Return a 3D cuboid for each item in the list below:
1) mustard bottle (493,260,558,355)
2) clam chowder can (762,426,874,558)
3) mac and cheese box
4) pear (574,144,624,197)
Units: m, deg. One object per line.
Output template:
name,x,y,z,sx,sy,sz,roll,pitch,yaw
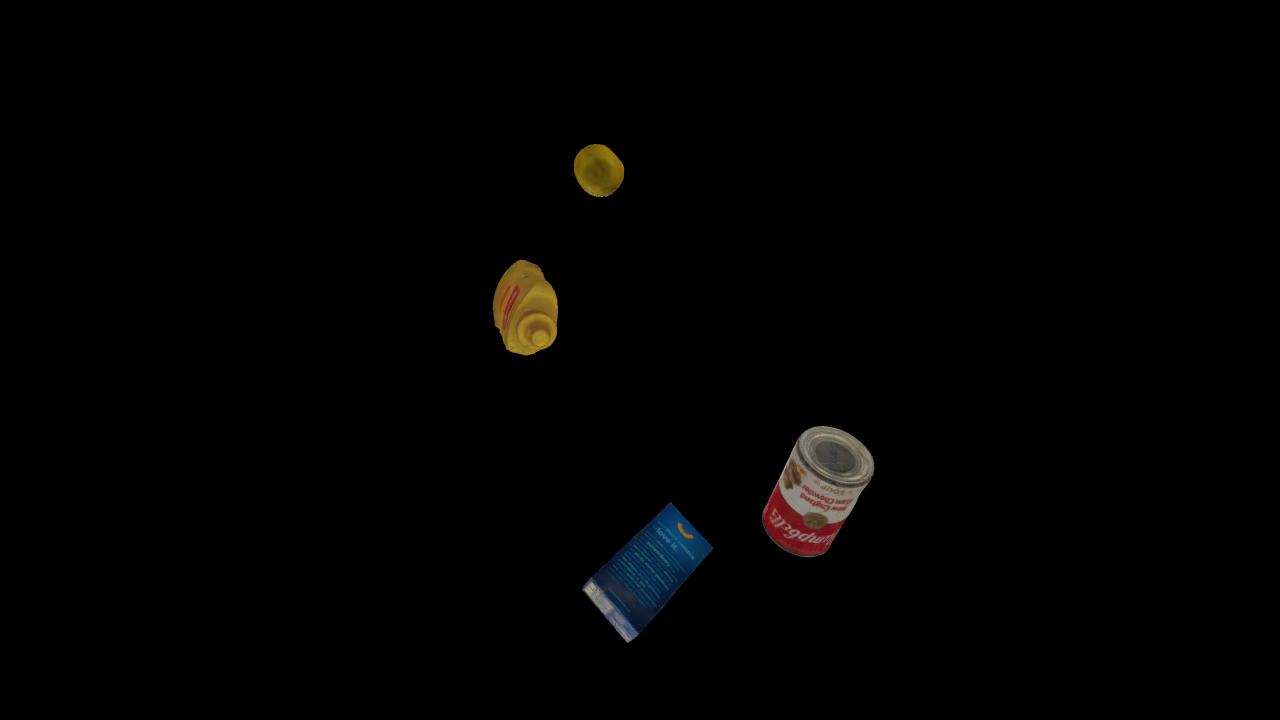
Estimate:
mustard bottle,-0.129,-0.053,0.705,0.054,0.092,0.184,26,11,-27
clam chowder can,0.155,0.116,0.543,0.068,0.102,0.068,8,38,-6
mac and cheese box,0.015,0.285,0.844,0.184,0.093,0.041,-31,-20,-46
pear,-0.060,-0.302,0.970,0.080,0.080,0.111,0,24,11
